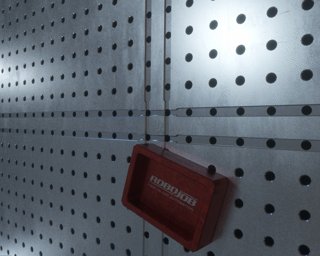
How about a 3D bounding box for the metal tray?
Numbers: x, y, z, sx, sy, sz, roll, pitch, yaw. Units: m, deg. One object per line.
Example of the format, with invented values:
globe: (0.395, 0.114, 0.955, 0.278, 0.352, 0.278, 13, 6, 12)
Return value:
metal tray: (0.012, 0.082, 0.393, 0.130, 0.030, 0.089, 22, 104, 37)
